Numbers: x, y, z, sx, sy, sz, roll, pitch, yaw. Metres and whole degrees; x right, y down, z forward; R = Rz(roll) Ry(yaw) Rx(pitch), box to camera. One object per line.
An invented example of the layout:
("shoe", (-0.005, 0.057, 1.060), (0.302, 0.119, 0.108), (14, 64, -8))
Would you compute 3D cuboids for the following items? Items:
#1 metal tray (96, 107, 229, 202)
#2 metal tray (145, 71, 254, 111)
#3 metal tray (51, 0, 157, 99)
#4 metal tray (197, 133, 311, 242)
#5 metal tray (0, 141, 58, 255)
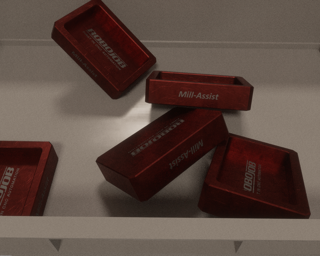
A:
("metal tray", (0.003, 0.022, 0.354), (0.131, 0.030, 0.090), (-34, 24, -26))
("metal tray", (0.051, -0.053, 0.418), (0.131, 0.030, 0.090), (5, 18, 3))
("metal tray", (-0.080, -0.118, 0.456), (0.130, 0.030, 0.090), (46, 58, -7))
("metal tray", (0.098, 0.051, 0.323), (0.090, 0.030, 0.131), (16, 24, 13))
("metal tray", (-0.173, 0.074, 0.337), (0.091, 0.030, 0.130), (1, 50, 0))
